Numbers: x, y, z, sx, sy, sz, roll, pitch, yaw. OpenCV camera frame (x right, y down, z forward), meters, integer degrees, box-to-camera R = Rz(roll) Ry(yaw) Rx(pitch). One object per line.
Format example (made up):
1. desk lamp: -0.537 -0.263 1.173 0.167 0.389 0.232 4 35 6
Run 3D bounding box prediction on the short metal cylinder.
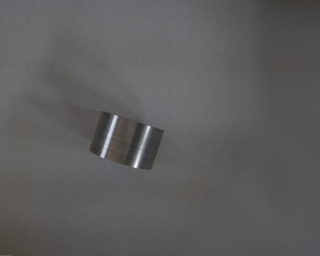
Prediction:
1. short metal cylinder: -0.041 0.015 0.383 0.080 0.080 0.050 18 90 -1
